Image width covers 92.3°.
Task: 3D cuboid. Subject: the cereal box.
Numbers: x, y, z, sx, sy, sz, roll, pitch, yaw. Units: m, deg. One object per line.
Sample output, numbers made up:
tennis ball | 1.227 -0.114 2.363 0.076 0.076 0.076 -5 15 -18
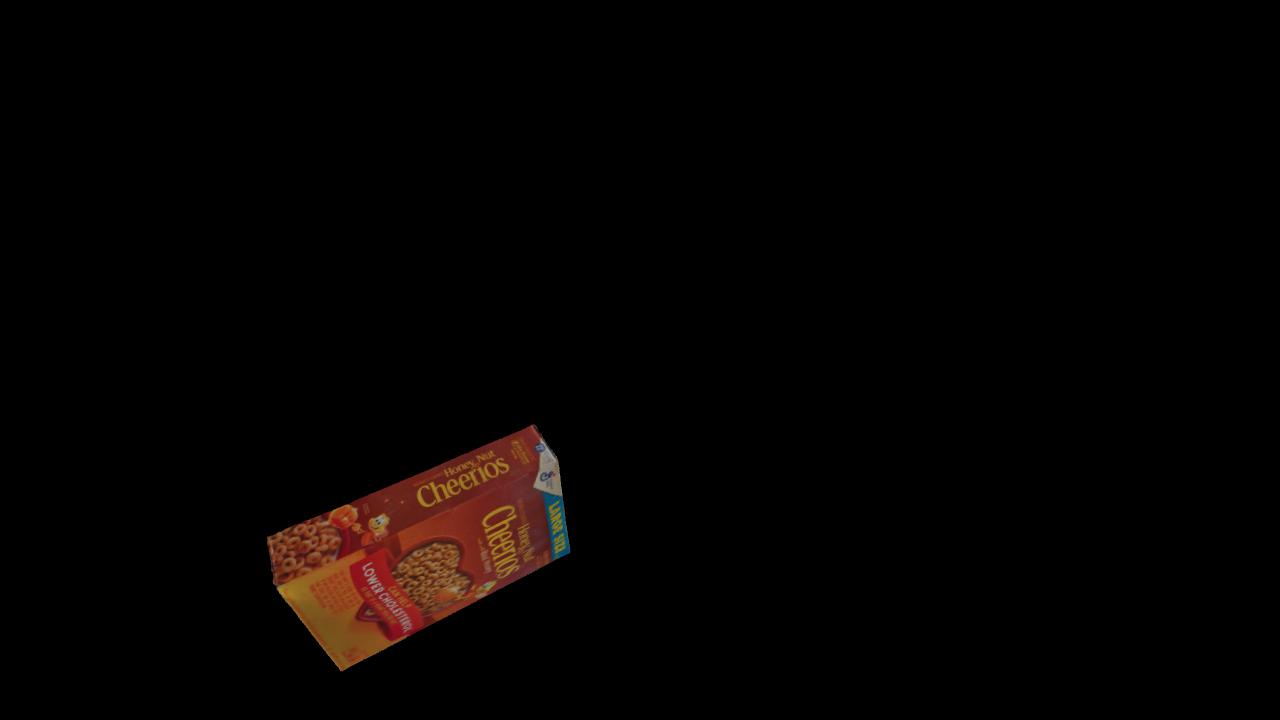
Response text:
cereal box | -0.237 0.221 0.731 0.306 0.203 0.081 -21 47 -23
